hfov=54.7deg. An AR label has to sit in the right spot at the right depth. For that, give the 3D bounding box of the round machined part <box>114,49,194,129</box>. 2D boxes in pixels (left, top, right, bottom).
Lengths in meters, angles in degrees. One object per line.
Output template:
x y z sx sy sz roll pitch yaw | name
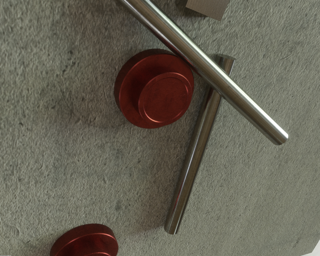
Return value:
-0.001 -0.041 0.370 0.099 0.042 0.097 -14 124 -21 | round machined part

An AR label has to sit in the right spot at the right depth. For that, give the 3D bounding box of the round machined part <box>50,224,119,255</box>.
-0.108 0.193 0.456 0.099 0.042 0.097 -14 124 -21 | round machined part

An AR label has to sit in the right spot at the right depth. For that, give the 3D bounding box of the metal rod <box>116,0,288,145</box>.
0.069 -0.061 0.378 0.301 0.025 0.025 35 98 -30 | metal rod

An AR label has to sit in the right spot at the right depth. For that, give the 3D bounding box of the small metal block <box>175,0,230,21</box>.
0.052 -0.152 0.341 0.050 0.025 0.050 9 114 -32 | small metal block

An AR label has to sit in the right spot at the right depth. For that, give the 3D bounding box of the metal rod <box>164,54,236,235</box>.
0.052 0.040 0.459 0.025 0.025 0.298 0 119 -28 | metal rod
